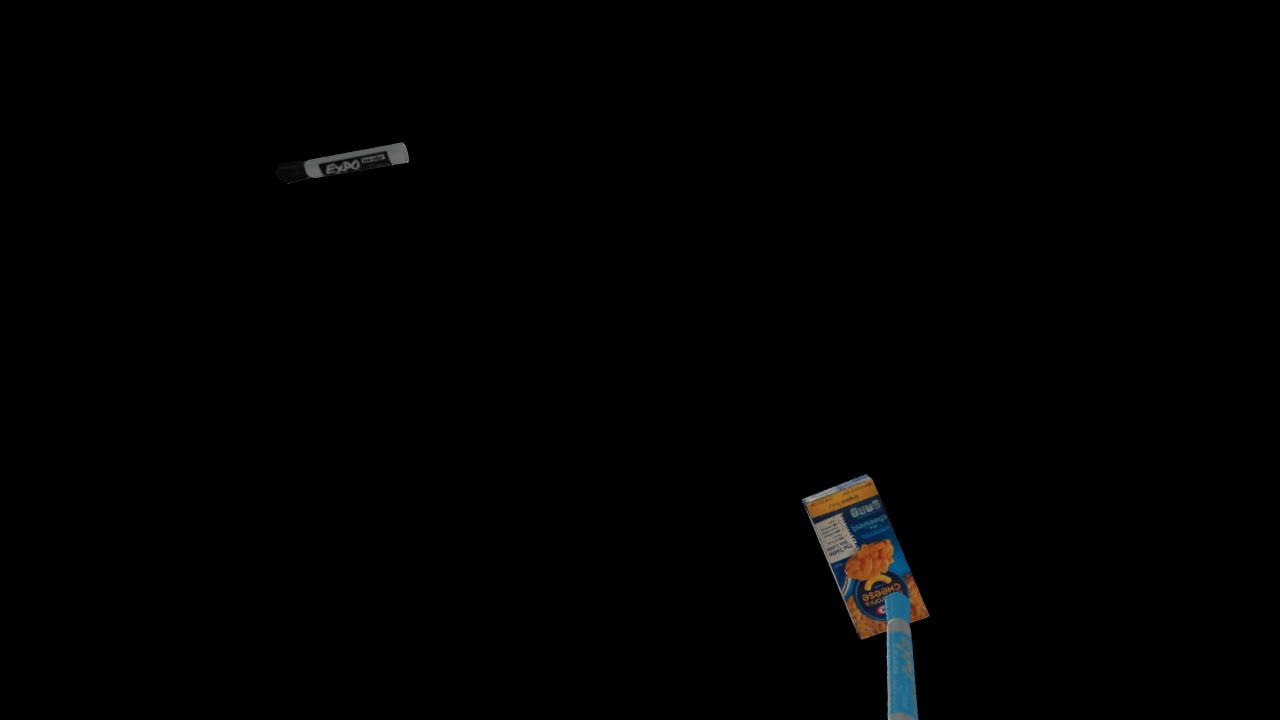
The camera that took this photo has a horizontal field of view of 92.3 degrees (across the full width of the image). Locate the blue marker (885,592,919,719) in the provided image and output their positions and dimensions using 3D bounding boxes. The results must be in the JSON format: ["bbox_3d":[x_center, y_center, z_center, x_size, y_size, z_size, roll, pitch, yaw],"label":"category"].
[{"bbox_3d":[0.185,0.215,0.437,0.020,0.020,0.121,0,27,20],"label":"blue marker"}]

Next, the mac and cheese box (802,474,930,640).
[{"bbox_3d":[0.287,0.251,0.789,0.093,0.184,0.041,-23,-4,4],"label":"mac and cheese box"}]

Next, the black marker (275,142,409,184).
[{"bbox_3d":[-0.283,-0.187,0.585,0.121,0.020,0.020,-11,1,-4],"label":"black marker"}]
